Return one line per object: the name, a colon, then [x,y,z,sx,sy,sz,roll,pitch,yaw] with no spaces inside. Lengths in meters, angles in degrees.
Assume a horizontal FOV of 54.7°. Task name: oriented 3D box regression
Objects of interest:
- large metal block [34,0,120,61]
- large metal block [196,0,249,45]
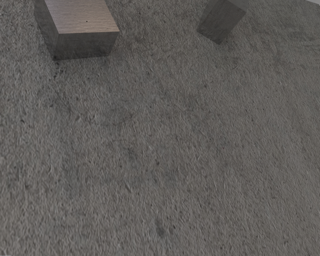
large metal block: [-0.112,-0.140,0.413,0.081,0.050,0.080,-15,69,-34]
large metal block: [0.115,-0.213,0.560,0.050,0.080,0.080,28,52,-11]
